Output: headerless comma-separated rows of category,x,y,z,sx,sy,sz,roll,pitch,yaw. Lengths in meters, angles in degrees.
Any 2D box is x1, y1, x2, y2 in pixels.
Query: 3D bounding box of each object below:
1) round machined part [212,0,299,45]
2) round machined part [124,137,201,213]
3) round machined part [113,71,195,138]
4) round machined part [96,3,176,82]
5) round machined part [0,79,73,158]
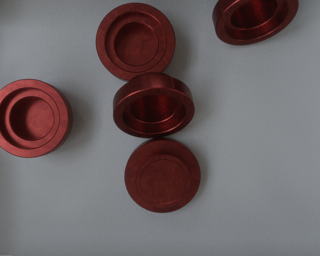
round machined part,0.113,-0.149,0.380,0.099,0.098,0.042,-9,69,0
round machined part,0.004,0.063,0.397,0.099,0.042,0.097,0,97,-2
round machined part,-0.009,-0.031,0.384,0.099,0.098,0.042,-7,55,-1
round machined part,-0.030,-0.106,0.402,0.099,0.042,0.097,0,90,-1
round machined part,-0.162,-0.012,0.401,0.099,0.042,0.097,0,90,-1
